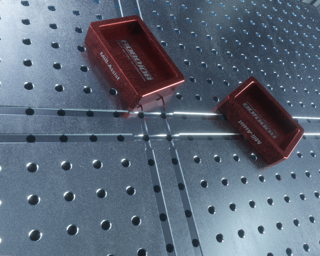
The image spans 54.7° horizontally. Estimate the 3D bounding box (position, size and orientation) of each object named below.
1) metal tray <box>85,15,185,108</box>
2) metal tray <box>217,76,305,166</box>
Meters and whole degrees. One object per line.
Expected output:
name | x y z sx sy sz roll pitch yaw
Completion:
metal tray | -0.036 -0.100 0.447 0.091 0.030 0.130 -26 76 -37
metal tray | 0.166 -0.015 0.505 0.130 0.030 0.091 48 51 5
